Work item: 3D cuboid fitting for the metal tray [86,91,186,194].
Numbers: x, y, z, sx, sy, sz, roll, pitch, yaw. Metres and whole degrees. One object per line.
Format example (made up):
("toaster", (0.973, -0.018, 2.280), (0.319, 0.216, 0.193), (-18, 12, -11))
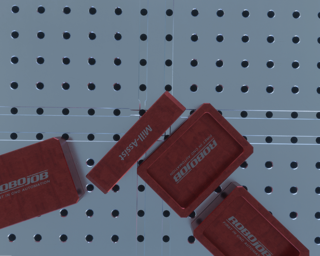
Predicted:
("metal tray", (-0.027, 0.015, 0.380), (0.030, 0.090, 0.130), (43, 90, -2))

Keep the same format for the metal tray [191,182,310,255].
("metal tray", (0.118, 0.148, 0.412), (0.130, 0.030, 0.090), (44, 90, -1))

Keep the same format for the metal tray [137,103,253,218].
("metal tray", (0.045, 0.041, 0.411), (0.130, 0.030, 0.090), (-44, 91, 0))

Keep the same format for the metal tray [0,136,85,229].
("metal tray", (-0.178, 0.073, 0.409), (0.131, 0.030, 0.090), (-19, 90, -1))
